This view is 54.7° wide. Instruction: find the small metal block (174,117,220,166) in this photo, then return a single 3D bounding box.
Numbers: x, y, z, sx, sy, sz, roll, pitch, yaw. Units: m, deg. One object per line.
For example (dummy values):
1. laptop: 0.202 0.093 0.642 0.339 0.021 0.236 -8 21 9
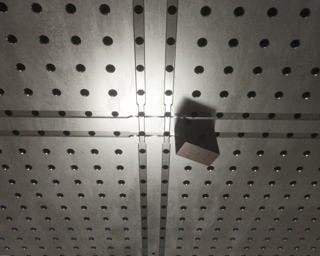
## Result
1. small metal block: 0.048 0.018 0.411 0.050 0.050 0.025 21 127 -17
